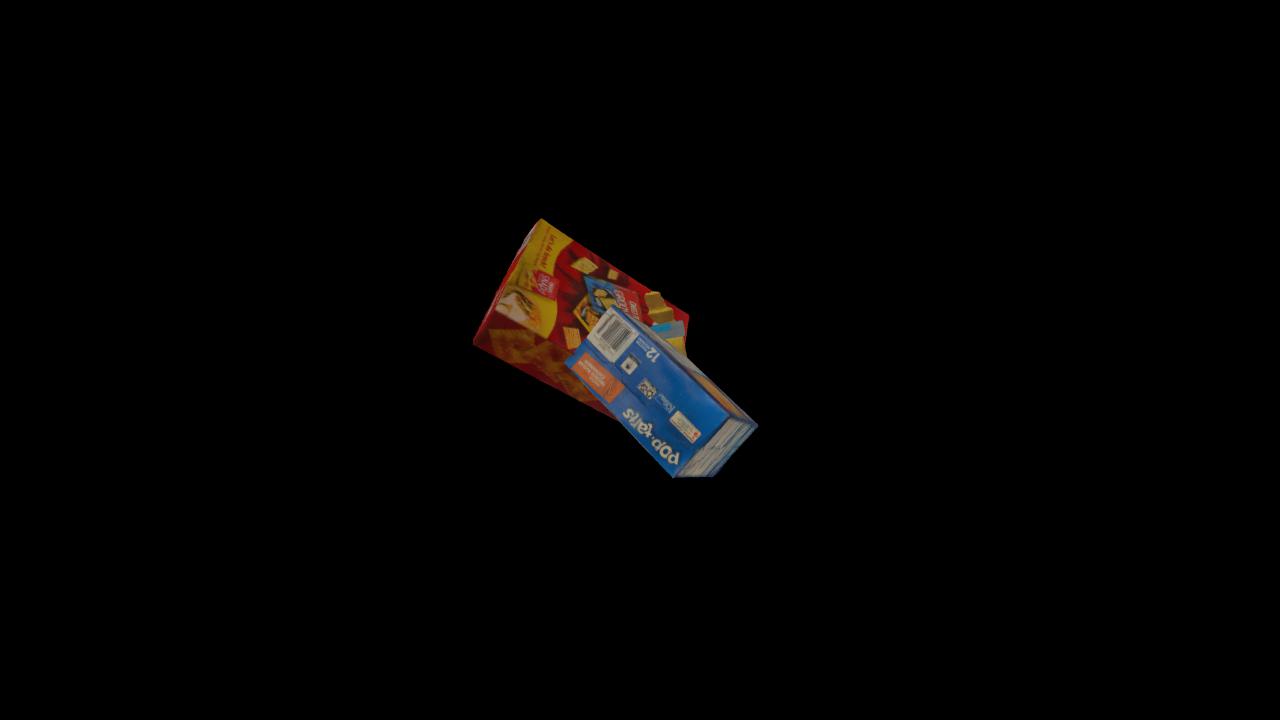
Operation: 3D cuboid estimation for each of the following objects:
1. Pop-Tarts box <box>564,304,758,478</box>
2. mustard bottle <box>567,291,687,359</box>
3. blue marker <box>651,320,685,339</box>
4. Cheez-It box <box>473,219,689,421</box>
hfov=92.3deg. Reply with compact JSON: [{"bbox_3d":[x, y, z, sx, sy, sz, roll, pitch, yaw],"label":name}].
[{"bbox_3d":[0.026,0.038,0.650,0.167,0.083,0.141,45,9,22],"label":"Pop-Tarts box"},{"bbox_3d":[0.029,0.007,0.749,0.054,0.184,0.092,-13,12,-14],"label":"mustard bottle"},{"bbox_3d":[-0.009,-0.027,0.712,0.121,0.020,0.020,-9,0,-1],"label":"blue marker"},{"bbox_3d":[-0.055,-0.037,0.701,0.223,0.166,0.071,30,-46,-18],"label":"Cheez-It box"}]
